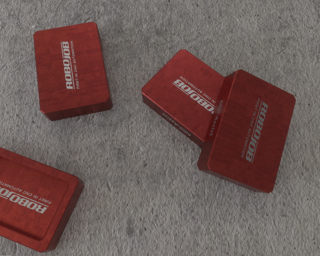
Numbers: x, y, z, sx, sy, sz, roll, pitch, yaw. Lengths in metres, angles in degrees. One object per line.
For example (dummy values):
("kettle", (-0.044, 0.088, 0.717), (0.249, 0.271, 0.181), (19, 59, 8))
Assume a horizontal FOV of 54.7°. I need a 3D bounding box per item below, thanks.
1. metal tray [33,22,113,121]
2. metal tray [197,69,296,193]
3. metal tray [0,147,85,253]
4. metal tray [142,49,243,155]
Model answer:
("metal tray", (-0.122, -0.081, 0.434), (0.091, 0.030, 0.130), (-11, 70, -4))
("metal tray", (0.109, 0.004, 0.382), (0.090, 0.030, 0.130), (23, 76, -13))
("metal tray", (-0.171, 0.082, 0.373), (0.131, 0.030, 0.090), (20, 71, 7))
("metal tray", (0.051, -0.036, 0.419), (0.130, 0.030, 0.090), (39, 74, 13))
